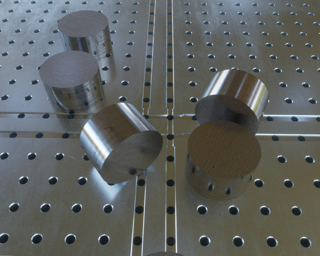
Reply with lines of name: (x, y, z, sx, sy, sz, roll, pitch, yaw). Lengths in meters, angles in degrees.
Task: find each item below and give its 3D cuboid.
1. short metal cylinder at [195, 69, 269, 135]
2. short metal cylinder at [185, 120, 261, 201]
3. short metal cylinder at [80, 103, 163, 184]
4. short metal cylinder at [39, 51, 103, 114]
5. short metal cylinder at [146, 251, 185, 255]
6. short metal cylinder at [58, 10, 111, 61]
short metal cylinder: (0.092, -0.027, 0.395, 0.080, 0.080, 0.050, 20, 53, 16)
short metal cylinder: (0.071, 0.037, 0.361, 0.081, 0.050, 0.080, 0, 50, 0)
short metal cylinder: (-0.044, 0.018, 0.356, 0.081, 0.080, 0.050, -29, 56, -22)
short metal cylinder: (-0.125, -0.067, 0.446, 0.081, 0.050, 0.080, 0, 50, 0)
short metal cylinder: (0.004, 0.154, 0.262, 0.081, 0.050, 0.080, 0, 50, 0)
short metal cylinder: (-0.124, -0.154, 0.520, 0.081, 0.050, 0.080, 0, 50, 0)
